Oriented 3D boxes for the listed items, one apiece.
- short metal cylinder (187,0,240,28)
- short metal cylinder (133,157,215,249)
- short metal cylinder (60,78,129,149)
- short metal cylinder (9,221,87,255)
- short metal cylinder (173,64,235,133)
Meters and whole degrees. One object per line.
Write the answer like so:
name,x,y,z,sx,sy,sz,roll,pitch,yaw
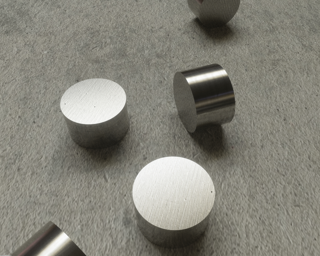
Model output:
short metal cylinder,0.097,-0.230,0.561,0.081,0.080,0.050,-17,52,-14
short metal cylinder,0.013,0.077,0.322,0.080,0.050,0.080,0,50,0
short metal cylinder,-0.082,-0.019,0.402,0.080,0.050,0.080,0,50,0
short metal cylinder,-0.087,0.126,0.261,0.080,0.080,0.050,33,58,25
short metal cylinder,0.055,-0.039,0.400,0.050,0.080,0.080,-15,52,-12
